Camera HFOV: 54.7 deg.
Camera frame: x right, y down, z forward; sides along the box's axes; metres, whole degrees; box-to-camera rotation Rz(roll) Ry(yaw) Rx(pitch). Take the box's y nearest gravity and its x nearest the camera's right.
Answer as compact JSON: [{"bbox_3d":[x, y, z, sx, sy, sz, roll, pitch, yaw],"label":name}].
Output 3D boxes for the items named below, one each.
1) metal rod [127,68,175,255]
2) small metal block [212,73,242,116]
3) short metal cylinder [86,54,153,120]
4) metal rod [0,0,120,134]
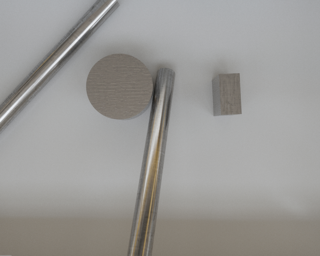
[{"bbox_3d":[-0.011,0.061,0.349,0.025,0.025,0.299,8,64,0],"label":"metal rod"},{"bbox_3d":[0.085,-0.041,0.400,0.025,0.050,0.050,-3,90,0],"label":"small metal block"},{"bbox_3d":[-0.049,-0.050,0.398,0.081,0.050,0.079,0,90,-1],"label":"short metal cylinder"},{"bbox_3d":[-0.165,-0.061,0.409,0.025,0.025,0.300,43,90,-1],"label":"metal rod"}]
